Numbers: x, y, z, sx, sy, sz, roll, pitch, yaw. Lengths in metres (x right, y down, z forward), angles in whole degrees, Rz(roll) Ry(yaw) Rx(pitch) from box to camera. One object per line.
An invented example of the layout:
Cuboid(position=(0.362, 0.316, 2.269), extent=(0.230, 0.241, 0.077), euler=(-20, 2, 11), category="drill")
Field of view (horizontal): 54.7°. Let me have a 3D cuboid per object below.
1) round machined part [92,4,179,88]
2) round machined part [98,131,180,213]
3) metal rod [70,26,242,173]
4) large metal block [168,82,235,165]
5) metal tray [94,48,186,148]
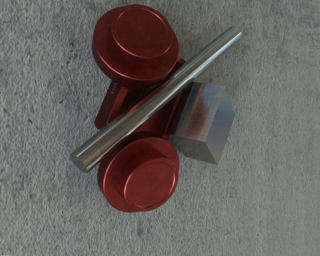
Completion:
Cuboid(position=(-0.024, -0.098, 0.348), extent=(0.099, 0.042, 0.098), euler=(6, 69, -16), category="round machined part")
Cuboid(position=(-0.018, 0.056, 0.358), extent=(0.099, 0.042, 0.097), euler=(-13, 117, -27), category="round machined part")
Cuboid(position=(0.015, -0.052, 0.380), extent=(0.302, 0.025, 0.025), euler=(-43, 116, -32), category="metal rod")
Cuboid(position=(0.060, -0.005, 0.421), extent=(0.080, 0.050, 0.080), euler=(-67, 151, -19), category="large metal block")
Cuboid(position=(-0.016, -0.042, 0.389), extent=(0.090, 0.030, 0.130), euler=(31, 71, -36), category="metal tray")
